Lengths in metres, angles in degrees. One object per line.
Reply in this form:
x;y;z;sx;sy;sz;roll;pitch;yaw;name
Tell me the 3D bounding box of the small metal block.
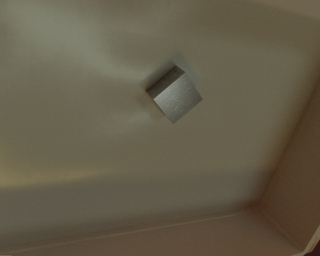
0.019;-0.041;0.392;0.050;0.025;0.050;-41;129;-1;small metal block
